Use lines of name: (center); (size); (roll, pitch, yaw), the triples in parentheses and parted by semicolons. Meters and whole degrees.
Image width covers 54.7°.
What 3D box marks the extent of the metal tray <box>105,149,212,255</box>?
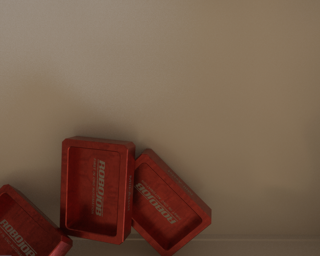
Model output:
metal tray: (-0.004, 0.104, 0.430); (0.130, 0.030, 0.090); (45, 104, -1)

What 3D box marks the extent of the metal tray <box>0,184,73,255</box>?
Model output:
metal tray: (-0.188, 0.143, 0.397); (0.090, 0.130, 0.030); (-50, 150, -19)

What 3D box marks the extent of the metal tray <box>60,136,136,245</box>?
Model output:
metal tray: (-0.083, 0.080, 0.408); (0.090, 0.030, 0.129); (5, 97, 14)
